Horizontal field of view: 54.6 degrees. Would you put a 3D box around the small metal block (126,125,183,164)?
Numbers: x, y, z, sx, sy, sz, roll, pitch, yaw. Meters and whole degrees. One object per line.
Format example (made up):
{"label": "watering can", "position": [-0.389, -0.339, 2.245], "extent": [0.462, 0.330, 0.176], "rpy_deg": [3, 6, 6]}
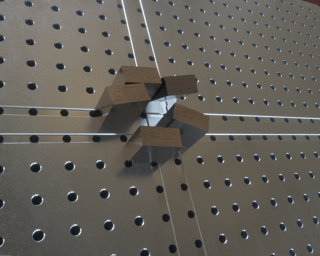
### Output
{"label": "small metal block", "position": [-0.008, 0.021, 0.374], "extent": [0.050, 0.050, 0.025], "rpy_deg": [5, 60, -26]}

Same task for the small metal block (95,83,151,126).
{"label": "small metal block", "position": [-0.047, -0.029, 0.385], "extent": [0.050, 0.050, 0.025], "rpy_deg": [-11, 68, -33]}

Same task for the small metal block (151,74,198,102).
{"label": "small metal block", "position": [0.016, -0.055, 0.430], "extent": [0.050, 0.050, 0.025], "rpy_deg": [-10, 90, -33]}

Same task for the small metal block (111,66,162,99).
{"label": "small metal block", "position": [-0.033, -0.055, 0.408], "extent": [0.050, 0.050, 0.025], "rpy_deg": [-3, 63, -29]}

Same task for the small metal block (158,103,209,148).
{"label": "small metal block", "position": [0.030, -0.002, 0.409], "extent": [0.050, 0.050, 0.025], "rpy_deg": [20, 54, -16]}
